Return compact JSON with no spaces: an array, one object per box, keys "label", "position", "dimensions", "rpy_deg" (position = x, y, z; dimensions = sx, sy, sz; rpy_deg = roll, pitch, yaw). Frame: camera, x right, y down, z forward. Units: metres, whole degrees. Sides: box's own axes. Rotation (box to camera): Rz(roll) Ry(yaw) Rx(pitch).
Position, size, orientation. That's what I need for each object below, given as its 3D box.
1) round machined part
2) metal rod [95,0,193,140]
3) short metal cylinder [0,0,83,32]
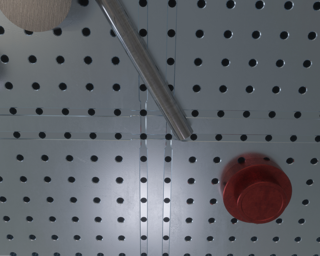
[{"label":"round machined part","position":[0.139,0.096,0.441],"dimensions":[0.099,0.042,0.097],"rpy_deg":[0,110,0]},{"label":"metal rod","position":[-0.039,-0.113,0.371],"dimensions":[0.025,0.025,0.299],"rpy_deg":[-28,108,10]},{"label":"short metal cylinder","position":[-0.132,-0.150,0.344],"dimensions":[0.081,0.050,0.079],"rpy_deg":[0,110,0]}]
